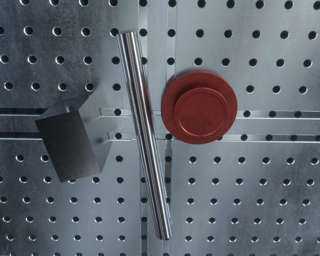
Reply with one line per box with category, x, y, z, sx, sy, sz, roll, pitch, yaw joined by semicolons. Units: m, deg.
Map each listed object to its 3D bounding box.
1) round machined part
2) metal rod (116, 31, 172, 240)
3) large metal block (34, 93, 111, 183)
round machined part;0.050;-0.023;0.396;0.099;0.042;0.097;0;110;0
metal rod;-0.017;0.024;0.421;0.025;0.025;0.298;-8;110;3
large metal block;-0.102;0.009;0.386;0.050;0.080;0.080;-13;110;5
